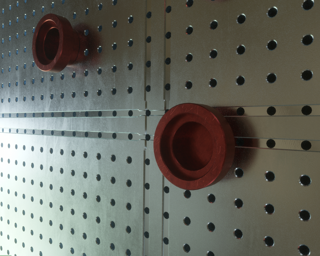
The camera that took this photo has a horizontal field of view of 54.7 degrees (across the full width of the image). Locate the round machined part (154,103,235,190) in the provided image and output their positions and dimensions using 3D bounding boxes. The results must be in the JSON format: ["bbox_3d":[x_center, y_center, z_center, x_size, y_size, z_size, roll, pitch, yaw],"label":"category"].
[{"bbox_3d":[0.043,0.021,0.362,0.098,0.042,0.097,0,90,39],"label":"round machined part"}]

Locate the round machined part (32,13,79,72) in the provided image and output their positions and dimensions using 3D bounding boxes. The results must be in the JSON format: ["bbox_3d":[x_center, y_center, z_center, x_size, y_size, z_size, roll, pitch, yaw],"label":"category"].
[{"bbox_3d":[-0.179,-0.145,0.543,0.098,0.042,0.097,0,90,39],"label":"round machined part"}]
